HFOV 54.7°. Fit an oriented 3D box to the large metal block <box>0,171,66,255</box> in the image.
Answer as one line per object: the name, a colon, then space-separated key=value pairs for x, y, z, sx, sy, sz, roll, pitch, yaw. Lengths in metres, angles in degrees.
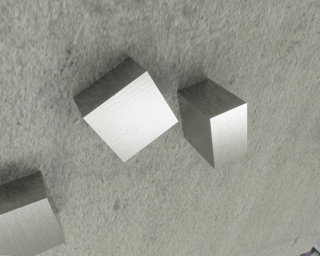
large metal block: x=-0.167 y=0.109 z=0.368 sx=0.081 sy=0.050 sz=0.079 roll=-19 pitch=126 yaw=-18

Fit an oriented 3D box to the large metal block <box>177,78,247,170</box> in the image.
large metal block: x=0.068 y=-0.007 z=0.406 sx=0.050 sy=0.080 sz=0.080 roll=-23 pitch=127 yaw=-15

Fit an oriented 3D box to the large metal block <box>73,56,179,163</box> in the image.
large metal block: x=-0.038 y=-0.021 z=0.358 sx=0.080 sy=0.050 sz=0.080 roll=-37 pitch=130 yaw=-4
